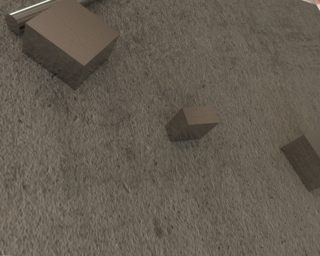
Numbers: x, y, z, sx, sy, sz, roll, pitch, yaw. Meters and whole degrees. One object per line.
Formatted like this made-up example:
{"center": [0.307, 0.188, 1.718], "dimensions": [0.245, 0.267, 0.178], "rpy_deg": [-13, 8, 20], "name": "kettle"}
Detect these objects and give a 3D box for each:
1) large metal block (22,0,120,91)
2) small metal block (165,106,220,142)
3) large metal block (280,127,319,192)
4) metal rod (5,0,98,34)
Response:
{"center": [-0.112, -0.109, 0.395], "dimensions": [0.080, 0.050, 0.080], "rpy_deg": [37, 51, -4], "name": "large metal block"}
{"center": [0.043, -0.005, 0.415], "dimensions": [0.050, 0.050, 0.025], "rpy_deg": [-4, 64, -31], "name": "small metal block"}
{"center": [0.258, 0.046, 0.502], "dimensions": [0.081, 0.050, 0.080], "rpy_deg": [-17, 71, -35], "name": "large metal block"}
{"center": [-0.100, -0.211, 0.479], "dimensions": [0.025, 0.025, 0.302], "rpy_deg": [44, 51, 2], "name": "metal rod"}
